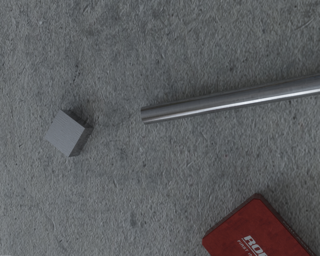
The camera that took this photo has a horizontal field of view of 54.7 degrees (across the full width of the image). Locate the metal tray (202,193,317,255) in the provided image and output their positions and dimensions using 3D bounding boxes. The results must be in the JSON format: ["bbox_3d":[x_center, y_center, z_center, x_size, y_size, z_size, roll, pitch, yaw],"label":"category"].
[{"bbox_3d":[0.125,0.155,0.362,0.090,0.030,0.130,-44,77,14],"label":"metal tray"}]

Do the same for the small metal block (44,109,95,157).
[{"bbox_3d":[-0.133,0.007,0.454,0.050,0.025,0.050,35,101,16],"label":"small metal block"}]

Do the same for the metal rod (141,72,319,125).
[{"bbox_3d":[0.120,-0.040,0.366,0.301,0.025,0.025,-10,87,19],"label":"metal rod"}]
